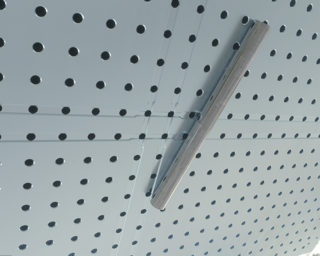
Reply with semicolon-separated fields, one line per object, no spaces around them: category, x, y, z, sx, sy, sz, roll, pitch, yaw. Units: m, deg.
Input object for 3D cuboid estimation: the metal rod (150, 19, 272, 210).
metal rod;0.064;-0.008;0.440;0.025;0.025;0.299;17;109;-35
